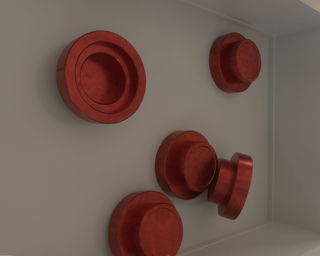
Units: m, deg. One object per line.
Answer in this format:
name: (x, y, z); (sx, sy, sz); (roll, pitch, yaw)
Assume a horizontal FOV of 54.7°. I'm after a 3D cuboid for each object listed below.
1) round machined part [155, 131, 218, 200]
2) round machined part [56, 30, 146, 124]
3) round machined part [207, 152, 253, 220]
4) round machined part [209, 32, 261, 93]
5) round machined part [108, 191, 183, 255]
round machined part: (0.044, 0.053, 0.435); (0.099, 0.042, 0.097); (0, 90, -40)
round machined part: (-0.067, -0.053, 0.341); (0.099, 0.042, 0.097); (0, 90, -40)
round machined part: (0.100, 0.082, 0.460); (0.042, 0.098, 0.098); (16, 76, 4)
round machined part: (0.129, -0.107, 0.506); (0.099, 0.042, 0.097); (0, 90, -40)
round machined part: (-0.010, 0.127, 0.379); (0.099, 0.042, 0.098); (11, 73, -39)
